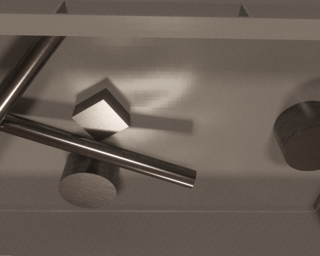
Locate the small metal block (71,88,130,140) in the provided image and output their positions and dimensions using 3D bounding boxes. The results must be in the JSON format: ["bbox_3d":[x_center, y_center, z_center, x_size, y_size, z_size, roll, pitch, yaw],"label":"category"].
[{"bbox_3d":[-0.074,-0.015,0.395,0.050,0.025,0.050,-26,126,20],"label":"small metal block"}]

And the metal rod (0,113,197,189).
[{"bbox_3d":[-0.100,0.023,0.398,0.302,0.025,0.025,17,128,-4],"label":"metal rod"}]

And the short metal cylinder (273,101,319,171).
[{"bbox_3d":[0.197,0.011,0.405,0.081,0.050,0.079,0,130,0],"label":"short metal cylinder"}]

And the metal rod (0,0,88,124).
[{"bbox_3d":[-0.182,-0.027,0.352,0.025,0.025,0.299,36,112,-27],"label":"metal rod"}]

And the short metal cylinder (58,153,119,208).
[{"bbox_3d":[-0.102,0.073,0.454,0.081,0.050,0.079,0,130,0],"label":"short metal cylinder"}]
